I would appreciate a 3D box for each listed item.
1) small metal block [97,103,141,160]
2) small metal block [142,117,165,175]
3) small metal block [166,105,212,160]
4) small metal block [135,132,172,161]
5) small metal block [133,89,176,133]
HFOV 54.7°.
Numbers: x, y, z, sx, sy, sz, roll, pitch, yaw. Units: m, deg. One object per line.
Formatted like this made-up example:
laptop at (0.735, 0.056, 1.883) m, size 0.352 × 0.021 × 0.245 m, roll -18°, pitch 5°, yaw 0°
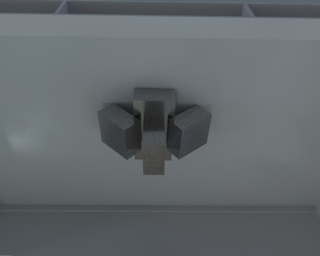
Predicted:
small metal block at (-0.051, 0.004, 0.392) m, size 0.050 × 0.025 × 0.050 m, roll 32°, pitch 139°, yaw 31°
small metal block at (-0.007, 0.021, 0.375) m, size 0.025 × 0.050 × 0.050 m, roll 0°, pitch 130°, yaw -1°
small metal block at (0.036, 0.005, 0.396) m, size 0.050 × 0.025 × 0.050 m, roll -27°, pitch 139°, yaw -30°
small metal block at (-0.009, 0.017, 0.421) m, size 0.050 × 0.025 × 0.050 m, roll 2°, pitch 130°, yaw -2°
small metal block at (-0.008, -0.021, 0.388) m, size 0.050 × 0.025 × 0.050 m, roll 1°, pitch 130°, yaw -2°
